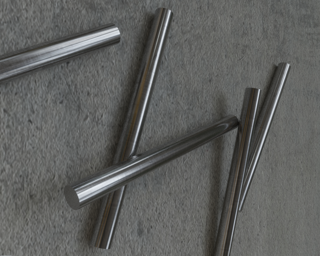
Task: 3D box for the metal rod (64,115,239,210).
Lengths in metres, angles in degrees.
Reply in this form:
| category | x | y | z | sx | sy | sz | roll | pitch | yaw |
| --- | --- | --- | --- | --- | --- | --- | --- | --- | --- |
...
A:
| category | x | y | z | sx | sy | sz | roll | pitch | yaw |
| --- | --- | --- | --- | --- | --- | --- | --- | --- | --- |
| metal rod | 0.017 | 0.027 | 0.395 | 0.302 | 0.025 | 0.025 | -21 | 103 | -45 |

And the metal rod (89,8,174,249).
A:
| category | x | y | z | sx | sy | sz | roll | pitch | yaw |
| --- | --- | --- | --- | --- | --- | --- | --- | --- | --- |
| metal rod | -0.031 | -0.009 | 0.378 | 0.025 | 0.025 | 0.299 | 24 | 75 | -38 |

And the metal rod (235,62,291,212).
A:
| category | x | y | z | sx | sy | sz | roll | pitch | yaw |
| --- | --- | --- | --- | --- | --- | --- | --- | --- | --- |
| metal rod | 0.182 | 0.006 | 0.557 | 0.025 | 0.025 | 0.300 | 40 | 66 | -33 |

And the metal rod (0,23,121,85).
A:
| category | x | y | z | sx | sy | sz | roll | pitch | yaw |
| --- | --- | --- | --- | --- | --- | --- | --- | --- | --- |
| metal rod | -0.159 | -0.044 | 0.271 | 0.302 | 0.025 | 0.025 | -32 | 110 | -35 |

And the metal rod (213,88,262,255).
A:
| category | x | y | z | sx | sy | sz | roll | pitch | yaw |
| --- | --- | --- | --- | --- | --- | --- | --- | --- | --- |
| metal rod | 0.119 | 0.085 | 0.486 | 0.025 | 0.025 | 0.298 | 13 | 87 | -39 |
